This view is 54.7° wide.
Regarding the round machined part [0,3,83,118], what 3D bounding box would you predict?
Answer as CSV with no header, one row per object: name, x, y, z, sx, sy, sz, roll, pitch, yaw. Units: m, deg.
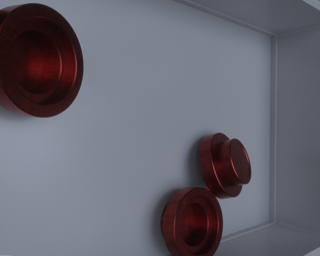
round machined part,-0.118,-0.059,0.281,0.099,0.042,0.097,-18,111,-62

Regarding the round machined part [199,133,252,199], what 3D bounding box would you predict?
round machined part,0.101,0.053,0.459,0.098,0.042,0.098,30,50,-44

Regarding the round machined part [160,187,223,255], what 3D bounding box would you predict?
round machined part,0.039,0.130,0.423,0.099,0.042,0.098,9,77,-41
